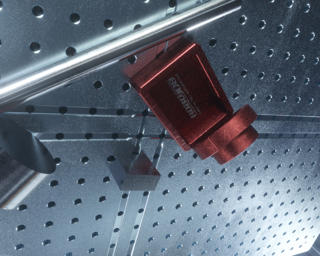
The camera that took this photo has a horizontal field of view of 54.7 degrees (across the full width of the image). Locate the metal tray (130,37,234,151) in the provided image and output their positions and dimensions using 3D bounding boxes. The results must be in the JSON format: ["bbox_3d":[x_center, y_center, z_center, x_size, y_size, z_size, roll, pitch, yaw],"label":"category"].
[{"bbox_3d":[0.034,-0.039,0.404,0.090,0.030,0.130,-40,130,-2],"label":"metal tray"}]

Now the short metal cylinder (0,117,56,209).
[{"bbox_3d":[-0.155,0.035,0.313,0.050,0.080,0.080,-45,130,2],"label":"short metal cylinder"}]

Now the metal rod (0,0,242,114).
[{"bbox_3d":[-0.043,-0.086,0.335,0.302,0.025,0.025,-27,128,-12],"label":"metal rod"}]

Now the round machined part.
[{"bbox_3d":[0.096,0.014,0.427,0.098,0.098,0.042,-39,86,-2],"label":"round machined part"}]

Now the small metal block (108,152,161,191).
[{"bbox_3d":[-0.034,0.058,0.414,0.050,0.050,0.025,8,114,-32],"label":"small metal block"}]
